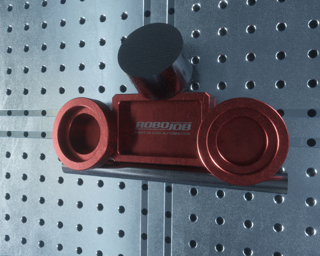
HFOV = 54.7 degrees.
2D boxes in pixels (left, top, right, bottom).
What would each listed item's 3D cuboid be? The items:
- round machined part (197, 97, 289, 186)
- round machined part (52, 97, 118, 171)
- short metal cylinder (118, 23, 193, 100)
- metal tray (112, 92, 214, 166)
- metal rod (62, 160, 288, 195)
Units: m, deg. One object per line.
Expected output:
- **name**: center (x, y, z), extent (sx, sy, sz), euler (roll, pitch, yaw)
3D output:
- **round machined part**: center (0.094, 0.015, 0.361), extent (0.098, 0.042, 0.097), euler (0, 88, 12)
- **round machined part**: center (-0.098, 0.008, 0.429), extent (0.098, 0.042, 0.097), euler (-1, 87, 28)
- **short metal cylinder**: center (-0.005, -0.081, 0.381), extent (0.080, 0.050, 0.080), euler (-8, 61, 15)
- **metal tray**: center (0.002, 0.000, 0.404), extent (0.130, 0.030, 0.089), euler (1, 91, 19)
- **metal rod**: center (0.005, 0.059, 0.406), extent (0.301, 0.025, 0.025), euler (2, 91, 19)
